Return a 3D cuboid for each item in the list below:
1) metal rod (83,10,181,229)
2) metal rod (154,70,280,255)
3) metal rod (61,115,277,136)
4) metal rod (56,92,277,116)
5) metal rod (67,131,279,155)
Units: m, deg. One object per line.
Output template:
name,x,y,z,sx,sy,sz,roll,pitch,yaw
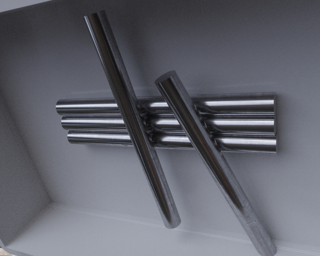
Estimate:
metal rod,-0.027,0.007,0.391,0.025,0.025,0.298,-5,116,30
metal rod,0.080,0.063,0.377,0.025,0.025,0.299,-17,117,34
metal rod,-0.008,-0.007,0.406,0.301,0.025,0.025,1,119,27
metal rod,-0.012,-0.028,0.395,0.301,0.025,0.025,1,119,27
metal rod,-0.002,0.015,0.416,0.301,0.025,0.025,1,119,27
